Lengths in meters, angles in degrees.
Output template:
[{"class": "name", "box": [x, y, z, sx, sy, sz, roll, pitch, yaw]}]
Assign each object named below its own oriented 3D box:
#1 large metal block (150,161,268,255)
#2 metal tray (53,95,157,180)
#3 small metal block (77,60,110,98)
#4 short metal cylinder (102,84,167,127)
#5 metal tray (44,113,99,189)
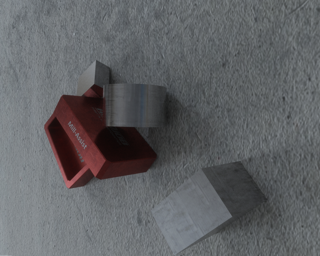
[{"class": "large metal block", "box": [0.052, 0.081, 0.326, 0.080, 0.081, 0.050, -46, 63, 30]}, {"class": "metal tray", "box": [-0.075, 0.008, 0.424, 0.130, 0.091, 0.030, 49, 119, 29]}, {"class": "small metal block", "box": [-0.104, -0.068, 0.479, 0.050, 0.025, 0.050, -34, 46, 35]}, {"class": "short metal cylinder", "box": [-0.032, -0.027, 0.396, 0.080, 0.081, 0.050, 2, 92, 40]}, {"class": "metal tray", "box": [-0.143, 0.023, 0.519, 0.090, 0.030, 0.130, -43, 64, 31]}]
